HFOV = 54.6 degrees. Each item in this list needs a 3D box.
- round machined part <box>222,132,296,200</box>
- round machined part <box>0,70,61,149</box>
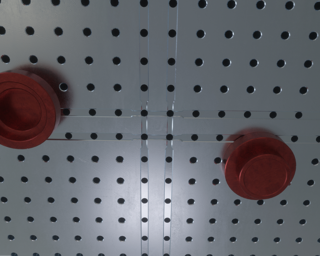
[{"bbox_3d":[0.139,0.058,0.427,0.099,0.042,0.097,0,110,0],"label":"round machined part"},{"bbox_3d":[-0.175,-0.026,0.394,0.099,0.042,0.097,0,110,0],"label":"round machined part"}]
